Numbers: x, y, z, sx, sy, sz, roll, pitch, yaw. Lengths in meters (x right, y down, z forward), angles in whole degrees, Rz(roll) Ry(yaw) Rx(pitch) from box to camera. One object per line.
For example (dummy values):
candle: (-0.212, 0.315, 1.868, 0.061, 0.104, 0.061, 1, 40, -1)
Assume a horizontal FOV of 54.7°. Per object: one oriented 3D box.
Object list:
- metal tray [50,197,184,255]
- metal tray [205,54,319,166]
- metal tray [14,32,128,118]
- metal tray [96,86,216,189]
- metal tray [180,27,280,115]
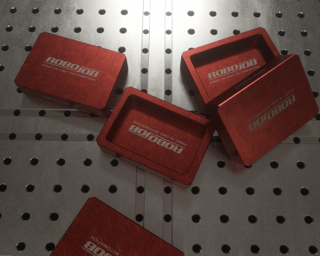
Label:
metal tray: (-0.049, 0.150, 0.354, 0.130, 0.030, 0.090, 30, 72, 10)
metal tray: (0.133, -0.024, 0.395, 0.131, 0.030, 0.090, -34, 109, -12)
metal tray: (-0.121, -0.076, 0.435, 0.131, 0.030, 0.090, 17, 71, 5)
metal tray: (-0.004, 0.011, 0.404, 0.130, 0.030, 0.090, 24, 71, 8)
metal tray: (0.105, -0.083, 0.440, 0.131, 0.030, 0.090, -20, 71, -8)
